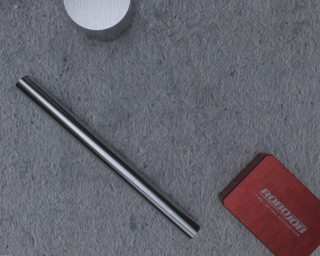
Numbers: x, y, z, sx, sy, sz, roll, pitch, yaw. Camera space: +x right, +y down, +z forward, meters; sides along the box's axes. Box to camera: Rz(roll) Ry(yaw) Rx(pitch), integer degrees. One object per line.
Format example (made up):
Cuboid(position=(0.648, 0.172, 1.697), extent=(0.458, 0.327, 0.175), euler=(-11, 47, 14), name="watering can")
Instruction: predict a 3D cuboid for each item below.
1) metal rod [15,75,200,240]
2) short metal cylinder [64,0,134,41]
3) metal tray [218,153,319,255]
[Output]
Cuboid(position=(-0.068, 0.039, 0.409), extent=(0.300, 0.025, 0.025), euler=(41, 90, 0), name="metal rod")
Cuboid(position=(-0.076, -0.158, 0.397), extent=(0.081, 0.050, 0.080), euler=(0, 90, 0), name="short metal cylinder")
Cuboid(position=(0.155, 0.107, 0.409), extent=(0.130, 0.030, 0.090), euler=(44, 90, 0), name="metal tray")
